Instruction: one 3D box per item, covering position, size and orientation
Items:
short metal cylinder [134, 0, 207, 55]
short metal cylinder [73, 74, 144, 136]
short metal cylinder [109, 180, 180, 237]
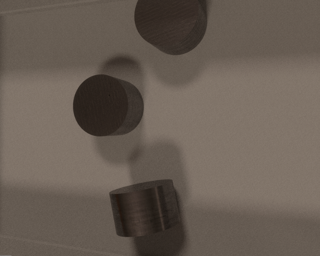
[{"bbox_3d":[0.015,-0.137,0.391,0.080,0.050,0.079,0,90,19],"label":"short metal cylinder"},{"bbox_3d":[-0.069,-0.029,0.420,0.080,0.050,0.079,0,90,19],"label":"short metal cylinder"},{"bbox_3d":[-0.019,0.098,0.387,0.080,0.080,0.050,-12,86,19],"label":"short metal cylinder"}]
